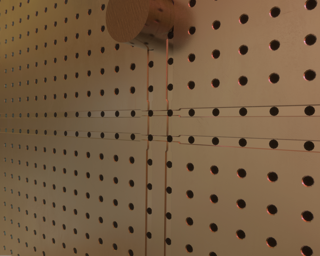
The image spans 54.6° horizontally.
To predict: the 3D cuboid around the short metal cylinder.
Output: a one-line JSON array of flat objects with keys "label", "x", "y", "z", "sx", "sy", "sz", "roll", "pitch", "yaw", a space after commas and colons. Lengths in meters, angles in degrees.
[{"label": "short metal cylinder", "x": -0.027, "y": -0.150, "z": 0.417, "sx": 0.080, "sy": 0.050, "sz": 0.080, "roll": 0, "pitch": 90, "yaw": 40}]
